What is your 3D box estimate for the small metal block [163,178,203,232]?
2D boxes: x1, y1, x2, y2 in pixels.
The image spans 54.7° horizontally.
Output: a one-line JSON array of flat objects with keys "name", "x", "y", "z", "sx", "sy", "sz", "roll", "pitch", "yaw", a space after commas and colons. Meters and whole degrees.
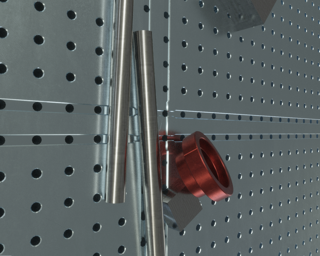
[{"name": "small metal block", "x": 0.028, "y": 0.107, "z": 0.435, "sx": 0.050, "sy": 0.025, "sz": 0.050, "roll": -36, "pitch": 113, "yaw": -34}]

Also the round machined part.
[{"name": "round machined part", "x": 0.057, "y": 0.056, "z": 0.428, "sx": 0.098, "sy": 0.042, "sz": 0.098, "roll": 48, "pitch": 22, "yaw": -27}]

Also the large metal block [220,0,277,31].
[{"name": "large metal block", "x": 0.149, "y": -0.226, "z": 0.520, "sx": 0.080, "sy": 0.050, "sz": 0.080, "roll": 47, "pitch": 62, "yaw": -30}]

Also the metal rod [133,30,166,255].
[{"name": "metal rod", "x": -0.013, "y": 0.028, "z": 0.400, "sx": 0.025, "sy": 0.025, "sz": 0.298, "roll": -6, "pitch": 94, "yaw": -40}]

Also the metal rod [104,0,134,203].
[{"name": "metal rod", "x": -0.047, "y": -0.062, "z": 0.370, "sx": 0.025, "sy": 0.025, "sz": 0.298, "roll": 4, "pitch": 88, "yaw": -40}]
